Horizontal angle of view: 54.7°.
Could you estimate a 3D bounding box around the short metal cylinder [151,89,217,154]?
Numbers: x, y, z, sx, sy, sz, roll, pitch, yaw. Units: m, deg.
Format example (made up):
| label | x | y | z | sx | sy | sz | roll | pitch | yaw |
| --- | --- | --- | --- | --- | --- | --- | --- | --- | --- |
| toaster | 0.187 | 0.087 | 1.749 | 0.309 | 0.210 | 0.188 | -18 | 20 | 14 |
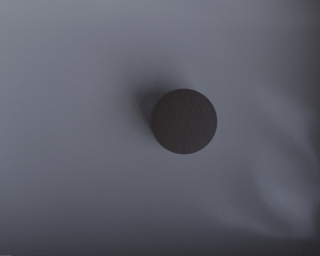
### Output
| label | x | y | z | sx | sy | sz | roll | pitch | yaw |
| --- | --- | --- | --- | --- | --- | --- | --- | --- | --- |
| short metal cylinder | 0.029 | -0.008 | 0.399 | 0.081 | 0.050 | 0.079 | 0 | 90 | -1 |
